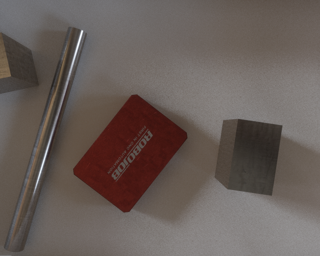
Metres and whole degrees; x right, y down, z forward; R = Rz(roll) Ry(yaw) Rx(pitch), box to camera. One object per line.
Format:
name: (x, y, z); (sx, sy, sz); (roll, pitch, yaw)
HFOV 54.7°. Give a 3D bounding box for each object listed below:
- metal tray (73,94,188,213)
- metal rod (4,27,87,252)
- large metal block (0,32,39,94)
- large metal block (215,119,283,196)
metal tray: (-0.038, 0.032, 0.408); (0.090, 0.030, 0.130); (38, 90, -1)
metal rod: (-0.151, 0.015, 0.409); (0.025, 0.025, 0.298); (16, 90, -1)
large metal block: (-0.209, -0.073, 0.381); (0.080, 0.080, 0.050); (-12, 90, 0)
large metal block: (0.106, 0.032, 0.385); (0.050, 0.080, 0.080); (9, 90, 0)
